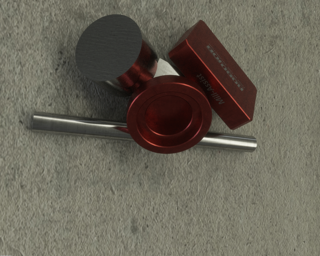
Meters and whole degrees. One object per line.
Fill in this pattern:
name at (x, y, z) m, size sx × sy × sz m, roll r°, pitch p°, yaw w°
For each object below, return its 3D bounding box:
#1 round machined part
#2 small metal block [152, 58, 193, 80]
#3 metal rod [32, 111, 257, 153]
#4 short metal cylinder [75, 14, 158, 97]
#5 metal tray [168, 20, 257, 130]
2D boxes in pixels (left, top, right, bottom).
round machined part at (0.010, -0.019, 0.372) m, size 0.099 × 0.042 × 0.097 m, roll -3°, pitch 124°, yaw -4°
small metal block at (0.008, -0.062, 0.398) m, size 0.050 × 0.050 × 0.025 m, roll 25°, pitch 82°, yaw -19°
metal rod at (-0.005, 0.008, 0.409) m, size 0.302 × 0.025 × 0.025 m, roll 6°, pitch 88°, yaw -20°
short metal cylinder at (-0.049, -0.082, 0.358) m, size 0.080 × 0.050 × 0.080 m, roll -5°, pitch 74°, yaw 18°
metal tray at (0.075, -0.071, 0.408) m, size 0.130 × 0.030 × 0.090 m, roll 47°, pitch 37°, yaw -14°
